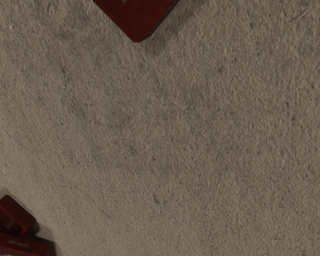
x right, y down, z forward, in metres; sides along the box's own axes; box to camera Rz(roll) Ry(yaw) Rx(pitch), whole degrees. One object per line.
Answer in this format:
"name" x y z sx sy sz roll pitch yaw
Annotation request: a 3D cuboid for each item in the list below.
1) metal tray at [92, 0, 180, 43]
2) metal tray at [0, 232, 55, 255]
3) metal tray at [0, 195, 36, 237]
"metal tray" -0.013 -0.162 0.309 0.090 0.030 0.129 45 129 -4
"metal tray" -0.314 0.287 0.714 0.131 0.030 0.089 10 135 7
"metal tray" -0.348 0.219 0.718 0.090 0.030 0.129 42 129 -2
